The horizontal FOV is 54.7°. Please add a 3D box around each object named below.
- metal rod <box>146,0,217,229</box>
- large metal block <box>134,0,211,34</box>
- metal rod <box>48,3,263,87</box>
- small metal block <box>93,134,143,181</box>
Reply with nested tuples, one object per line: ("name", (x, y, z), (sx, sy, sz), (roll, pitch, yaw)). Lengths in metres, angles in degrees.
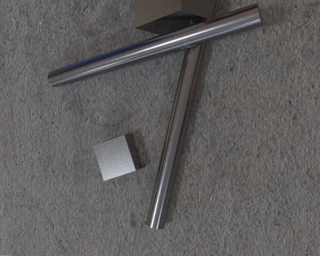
("metal rod", (0.026, -0.017, 0.399), (0.025, 0.025, 0.298), (14, 95, 19))
("large metal block", (0.013, -0.165, 0.374), (0.080, 0.050, 0.079), (-1, 90, 47))
("metal rod", (-0.025, -0.098, 0.398), (0.300, 0.025, 0.025), (-10, 87, 26))
("small metal block", (-0.058, 0.040, 0.428), (0.050, 0.025, 0.050), (-20, 84, 18))
